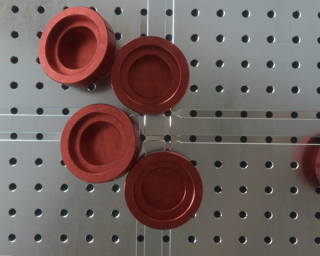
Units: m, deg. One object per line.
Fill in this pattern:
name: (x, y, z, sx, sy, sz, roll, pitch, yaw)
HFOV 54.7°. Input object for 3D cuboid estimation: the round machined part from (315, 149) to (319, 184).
round machined part: (0.253, 0.050, 0.408, 0.099, 0.042, 0.097, 0, 90, -1)

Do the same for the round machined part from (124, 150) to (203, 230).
round machined part: (0.004, 0.078, 0.405, 0.099, 0.042, 0.097, 0, 90, -1)

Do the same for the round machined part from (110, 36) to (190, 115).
round machined part: (-0.013, -0.066, 0.404, 0.099, 0.042, 0.097, 0, 91, -2)

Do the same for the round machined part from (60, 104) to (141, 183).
round machined part: (-0.072, 0.021, 0.396, 0.098, 0.042, 0.097, -2, 82, 11)

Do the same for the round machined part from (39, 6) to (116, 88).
round machined part: (-0.100, -0.099, 0.393, 0.098, 0.042, 0.097, -2, 83, 18)
